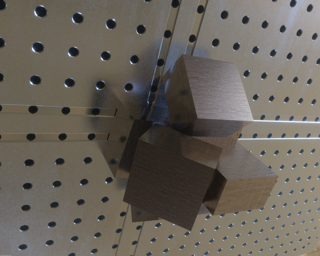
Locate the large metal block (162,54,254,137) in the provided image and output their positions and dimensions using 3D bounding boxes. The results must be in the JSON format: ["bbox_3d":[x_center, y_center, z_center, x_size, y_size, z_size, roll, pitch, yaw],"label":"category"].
[{"bbox_3d":[0.056,-0.036,0.374,0.081,0.080,0.050,2,156,-29],"label":"large metal block"}]

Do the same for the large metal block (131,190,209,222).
[{"bbox_3d":[0.011,0.101,0.436,0.081,0.050,0.080,2,162,-29],"label":"large metal block"}]

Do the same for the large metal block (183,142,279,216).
[{"bbox_3d":[0.085,0.060,0.393,0.081,0.080,0.050,1,118,-29],"label":"large metal block"}]

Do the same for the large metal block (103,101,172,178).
[{"bbox_3d":[-0.017,0.017,0.396,0.081,0.050,0.080,7,115,-32],"label":"large metal block"}]

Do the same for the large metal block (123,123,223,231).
[{"bbox_3d":[0.014,0.051,0.339,0.080,0.050,0.079,21,115,11],"label":"large metal block"}]

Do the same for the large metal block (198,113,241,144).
[{"bbox_3d":[0.057,0.021,0.438,0.081,0.050,0.079,3,117,-30],"label":"large metal block"}]
